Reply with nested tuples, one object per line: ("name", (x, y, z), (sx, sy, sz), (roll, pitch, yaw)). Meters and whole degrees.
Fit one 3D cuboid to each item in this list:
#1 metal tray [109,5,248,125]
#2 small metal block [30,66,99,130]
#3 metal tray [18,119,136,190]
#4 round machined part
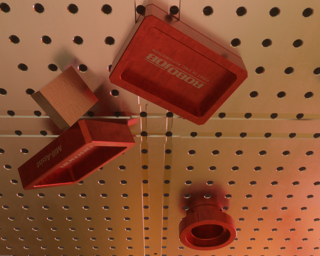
("metal tray", (0.020, -0.065, 0.352), (0.131, 0.030, 0.090), (25, 126, -20))
("small metal block", (-0.108, -0.034, 0.355), (0.025, 0.050, 0.050), (-11, 122, 46))
("metal tray", (-0.108, 0.037, 0.407), (0.130, 0.030, 0.090), (-33, 160, 25))
("round machined part", (0.082, 0.173, 0.548), (0.099, 0.042, 0.097), (0, 130, 0))
